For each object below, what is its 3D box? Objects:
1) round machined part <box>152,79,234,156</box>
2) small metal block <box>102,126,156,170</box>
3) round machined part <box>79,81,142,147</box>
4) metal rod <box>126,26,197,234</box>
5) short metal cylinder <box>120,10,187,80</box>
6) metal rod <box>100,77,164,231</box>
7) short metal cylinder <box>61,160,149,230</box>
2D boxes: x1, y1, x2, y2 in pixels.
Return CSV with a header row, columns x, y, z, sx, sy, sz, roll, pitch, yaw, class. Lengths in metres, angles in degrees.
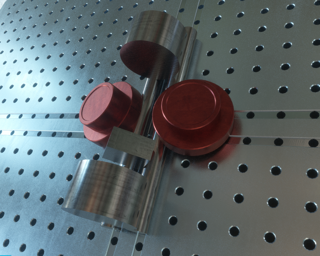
x,y,z,sx,sy,sz,roll,pitch,yaw,class
0.039,-0.019,0.372,0.098,0.042,0.098,-4,62,9,round machined part
-0.038,0.025,0.367,0.050,0.050,0.025,20,66,-9,small metal block
-0.075,-0.025,0.437,0.098,0.042,0.098,-24,48,30,round machined part
0.009,-0.015,0.412,0.025,0.025,0.300,1,62,29,metal rod
-0.008,-0.109,0.415,0.080,0.080,0.050,1,62,28,short metal cylinder
-0.023,-0.013,0.427,0.025,0.025,0.300,1,62,29,metal rod
-0.057,0.072,0.331,0.080,0.080,0.050,1,62,28,short metal cylinder
